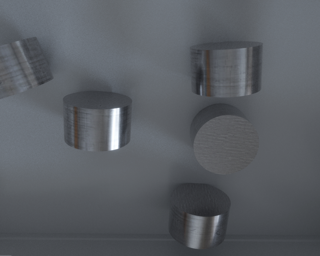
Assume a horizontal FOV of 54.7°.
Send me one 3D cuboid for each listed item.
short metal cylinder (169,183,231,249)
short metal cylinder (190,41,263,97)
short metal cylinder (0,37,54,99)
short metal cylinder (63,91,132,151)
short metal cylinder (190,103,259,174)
[{"bbox_3d":[0.053,0.118,0.426,0.081,0.080,0.050,3,110,-1],"label":"short metal cylinder"},{"bbox_3d":[0.076,-0.070,0.357,0.080,0.080,0.050,-4,110,1],"label":"short metal cylinder"},{"bbox_3d":[-0.171,-0.068,0.355,0.080,0.080,0.050,-16,110,5],"label":"short metal cylinder"},{"bbox_3d":[-0.075,-0.011,0.377,0.081,0.080,0.050,4,110,-2],"label":"short metal cylinder"},{"bbox_3d":[0.081,0.013,0.403,0.081,0.050,0.079,0,110,0],"label":"short metal cylinder"}]
